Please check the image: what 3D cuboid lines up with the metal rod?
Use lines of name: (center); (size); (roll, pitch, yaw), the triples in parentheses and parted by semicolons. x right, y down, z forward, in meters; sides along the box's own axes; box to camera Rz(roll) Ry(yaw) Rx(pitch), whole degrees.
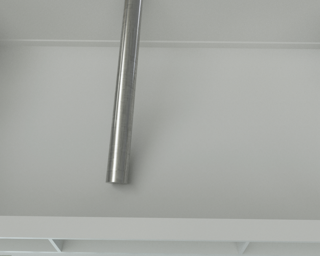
metal rod: (-0.041, -0.080, 0.397); (0.025, 0.025, 0.299); (3, 74, 2)
